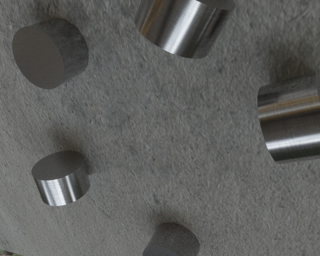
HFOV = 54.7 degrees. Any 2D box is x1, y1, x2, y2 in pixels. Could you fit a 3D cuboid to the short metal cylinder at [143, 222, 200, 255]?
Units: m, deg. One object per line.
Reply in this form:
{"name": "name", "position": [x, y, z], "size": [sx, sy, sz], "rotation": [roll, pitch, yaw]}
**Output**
{"name": "short metal cylinder", "position": [0.019, 0.202, 0.504], "size": [0.080, 0.050, 0.079], "rotation": [13, 124, 20]}

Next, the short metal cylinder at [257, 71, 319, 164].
{"name": "short metal cylinder", "position": [0.133, -0.008, 0.296], "size": [0.050, 0.080, 0.080], "rotation": [-14, 111, 34]}

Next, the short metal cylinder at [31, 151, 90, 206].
{"name": "short metal cylinder", "position": [-0.159, 0.080, 0.502], "size": [0.080, 0.080, 0.050], "rotation": [7, 121, 24]}

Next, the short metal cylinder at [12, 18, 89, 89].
{"name": "short metal cylinder", "position": [-0.141, -0.097, 0.403], "size": [0.080, 0.050, 0.079], "rotation": [13, 124, 20]}

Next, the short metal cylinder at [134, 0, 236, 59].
{"name": "short metal cylinder", "position": [0.022, -0.110, 0.291], "size": [0.080, 0.080, 0.050], "rotation": [34, 129, 6]}
